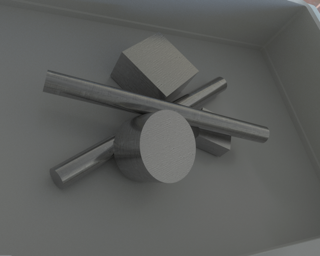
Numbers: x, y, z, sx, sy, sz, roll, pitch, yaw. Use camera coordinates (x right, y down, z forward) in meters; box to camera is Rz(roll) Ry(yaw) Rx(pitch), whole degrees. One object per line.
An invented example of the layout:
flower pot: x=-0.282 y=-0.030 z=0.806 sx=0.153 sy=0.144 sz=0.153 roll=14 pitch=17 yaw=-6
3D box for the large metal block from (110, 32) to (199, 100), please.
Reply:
large metal block: x=-0.007 y=-0.076 z=0.431 sx=0.080 sy=0.050 sz=0.080 roll=46 pitch=51 yaw=3

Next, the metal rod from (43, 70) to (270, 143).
metal rod: x=0.012 y=-0.021 z=0.392 sx=0.302 sy=0.025 sz=0.025 roll=13 pitch=57 yaw=-22

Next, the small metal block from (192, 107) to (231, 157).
small metal block: x=0.073 y=0.006 z=0.439 sx=0.050 sy=0.025 sz=0.050 roll=24 pitch=53 yaw=-14

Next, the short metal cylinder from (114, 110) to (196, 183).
short metal cylinder: x=-0.005 y=0.022 z=0.355 sx=0.081 sy=0.050 sz=0.080 roll=7 pitch=79 yaw=-39

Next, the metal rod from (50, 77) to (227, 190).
metal rod: x=-0.004 y=-0.010 z=0.408 sx=0.302 sy=0.025 sz=0.025 roll=-31 pitch=79 yaw=-38
